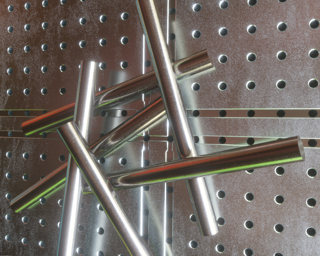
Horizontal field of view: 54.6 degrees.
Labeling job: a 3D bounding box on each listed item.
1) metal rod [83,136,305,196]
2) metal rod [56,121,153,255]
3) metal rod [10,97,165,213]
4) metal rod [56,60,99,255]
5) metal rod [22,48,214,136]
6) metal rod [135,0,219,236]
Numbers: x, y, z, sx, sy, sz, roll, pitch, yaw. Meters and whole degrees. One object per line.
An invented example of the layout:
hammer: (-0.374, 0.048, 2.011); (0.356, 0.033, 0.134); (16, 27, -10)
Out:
metal rod: (0.012, 0.053, 0.374); (0.300, 0.025, 0.025); (-15, 85, 32)
metal rod: (-0.046, 0.126, 0.400); (0.025, 0.025, 0.299); (-30, 91, 18)
metal rod: (-0.107, 0.044, 0.451); (0.300, 0.025, 0.025); (-33, 79, 17)
metal rod: (-0.115, 0.059, 0.426); (0.025, 0.025, 0.298); (9, 93, 20)
metal rod: (-0.072, -0.044, 0.438); (0.300, 0.025, 0.025); (-18, 84, 19)
metal rod: (0.022, -0.013, 0.385); (0.025, 0.025, 0.299); (-15, 92, 19)
